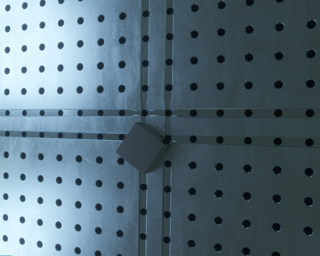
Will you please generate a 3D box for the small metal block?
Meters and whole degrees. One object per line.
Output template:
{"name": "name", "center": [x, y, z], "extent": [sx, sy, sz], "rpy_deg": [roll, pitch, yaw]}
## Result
{"name": "small metal block", "center": [-0.023, 0.027, 0.420], "extent": [0.050, 0.025, 0.050], "rpy_deg": [37, 102, 16]}
